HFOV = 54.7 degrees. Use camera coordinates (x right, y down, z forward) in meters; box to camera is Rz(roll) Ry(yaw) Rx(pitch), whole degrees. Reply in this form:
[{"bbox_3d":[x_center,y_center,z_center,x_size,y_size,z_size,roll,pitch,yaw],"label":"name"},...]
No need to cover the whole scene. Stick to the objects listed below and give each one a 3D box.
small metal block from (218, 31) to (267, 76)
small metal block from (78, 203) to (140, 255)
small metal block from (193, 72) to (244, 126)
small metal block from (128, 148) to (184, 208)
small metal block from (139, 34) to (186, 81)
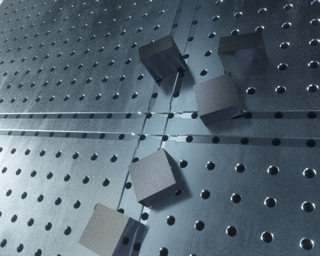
[{"bbox_3d":[0.106,-0.092,0.392,0.050,0.050,0.025,0,62,28],"label":"small metal block"},{"bbox_3d":[-0.060,0.122,0.363,0.050,0.025,0.050,14,69,33],"label":"small metal block"},{"bbox_3d":[0.073,-0.036,0.391,0.050,0.025,0.050,-18,55,17],"label":"small metal block"},{"bbox_3d":[-0.006,0.060,0.373,0.050,0.025,0.050,-28,52,10],"label":"small metal block"},{"bbox_3d":[0.004,-0.101,0.451,0.050,0.050,0.025,-20,55,16],"label":"small metal block"}]
